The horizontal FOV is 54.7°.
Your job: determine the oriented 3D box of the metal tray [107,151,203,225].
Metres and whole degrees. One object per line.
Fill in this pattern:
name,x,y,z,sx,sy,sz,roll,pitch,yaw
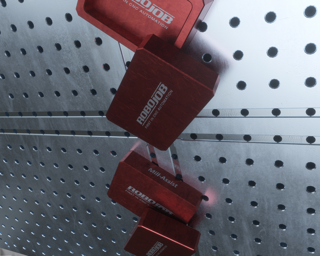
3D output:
metal tray,-0.011,0.104,0.476,0.130,0.030,0.089,31,128,7

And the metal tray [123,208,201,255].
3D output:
metal tray,-0.001,0.180,0.491,0.090,0.030,0.129,25,141,0

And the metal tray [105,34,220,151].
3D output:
metal tray,-0.003,-0.034,0.363,0.090,0.030,0.129,31,140,-5

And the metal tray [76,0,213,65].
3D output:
metal tray,-0.021,-0.133,0.335,0.130,0.030,0.089,34,129,5
